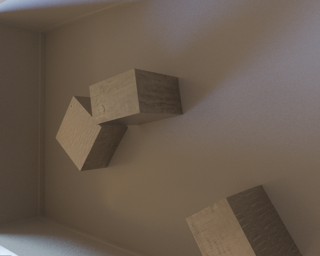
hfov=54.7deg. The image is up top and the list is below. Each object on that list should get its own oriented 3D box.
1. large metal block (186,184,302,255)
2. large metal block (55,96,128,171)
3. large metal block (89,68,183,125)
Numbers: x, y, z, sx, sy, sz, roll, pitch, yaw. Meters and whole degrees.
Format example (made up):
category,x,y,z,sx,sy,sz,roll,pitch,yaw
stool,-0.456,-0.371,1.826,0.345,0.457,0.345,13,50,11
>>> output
category,x,y,z,sx,sy,sz,roll,pitch,yaw
large metal block,0.083,0.108,0.301,0.050,0.081,0.080,-39,66,33
large metal block,-0.107,0.007,0.476,0.080,0.050,0.080,44,116,31
large metal block,-0.030,-0.035,0.394,0.080,0.081,0.050,-12,83,39
